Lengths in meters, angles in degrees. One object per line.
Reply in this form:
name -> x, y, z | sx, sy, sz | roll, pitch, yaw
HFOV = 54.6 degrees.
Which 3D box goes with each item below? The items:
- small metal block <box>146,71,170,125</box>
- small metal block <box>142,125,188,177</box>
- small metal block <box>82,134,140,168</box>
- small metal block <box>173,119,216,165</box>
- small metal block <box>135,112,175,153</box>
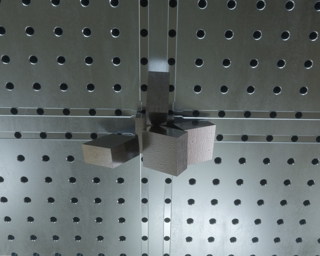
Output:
small metal block -> -0.003, -0.035, 0.376 | 0.025, 0.050, 0.050 | 3, 74, 0
small metal block -> 0.006, 0.027, 0.384 | 0.050, 0.025, 0.050 | 12, 113, 31
small metal block -> -0.063, 0.028, 0.399 | 0.050, 0.050, 0.025 | 5, 108, 35
small metal block -> 0.044, 0.019, 0.409 | 0.050, 0.025, 0.050 | -9, 113, -30
small metal block -> -0.007, 0.007, 0.416 | 0.050, 0.025, 0.050 | 2, 110, -1
